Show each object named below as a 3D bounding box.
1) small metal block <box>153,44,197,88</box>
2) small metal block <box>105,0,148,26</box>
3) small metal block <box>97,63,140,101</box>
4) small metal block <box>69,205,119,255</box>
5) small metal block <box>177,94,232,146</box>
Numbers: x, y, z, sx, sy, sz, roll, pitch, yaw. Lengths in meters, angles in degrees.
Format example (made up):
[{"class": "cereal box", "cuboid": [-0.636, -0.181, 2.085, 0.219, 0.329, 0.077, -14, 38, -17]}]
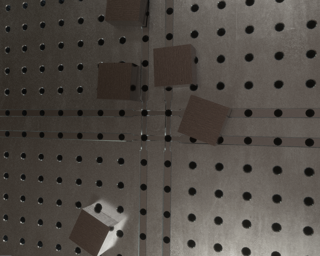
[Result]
[{"class": "small metal block", "cuboid": [0.020, -0.079, 0.405, 0.050, 0.025, 0.050, -2, 89, 19]}, {"class": "small metal block", "cuboid": [-0.045, -0.169, 0.427, 0.050, 0.025, 0.050, 7, 92, 19]}, {"class": "small metal block", "cuboid": [-0.058, -0.064, 0.432, 0.050, 0.025, 0.050, 4, 91, 19]}, {"class": "small metal block", "cuboid": [-0.095, 0.147, 0.445, 0.050, 0.025, 0.050, 28, 99, 17]}, {"class": "small metal block", "cuboid": [0.057, -0.010, 0.392, 0.050, 0.025, 0.050, 22, 97, 18]}]
